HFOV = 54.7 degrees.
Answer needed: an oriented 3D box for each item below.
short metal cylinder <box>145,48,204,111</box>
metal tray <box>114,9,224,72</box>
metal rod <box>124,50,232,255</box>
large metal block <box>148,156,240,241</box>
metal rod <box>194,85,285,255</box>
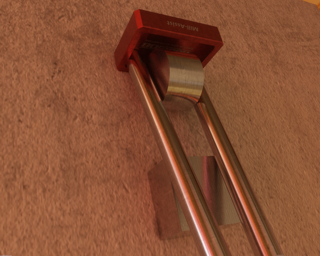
[{"bbox_3d":[0.015,-0.064,0.419,0.050,0.080,0.080,2,61,-28],"label":"short metal cylinder"},{"bbox_3d":[0.011,-0.112,0.439,0.131,0.090,0.030,2,61,-28],"label":"metal tray"},{"bbox_3d":[0.007,0.009,0.346,0.025,0.025,0.300,2,46,-28],"label":"metal rod"},{"bbox_3d":[0.039,0.080,0.361,0.081,0.050,0.080,2,61,-28],"label":"large metal block"},{"bbox_3d":[0.070,0.011,0.378,0.025,0.025,0.300,8,43,-24],"label":"metal rod"}]
